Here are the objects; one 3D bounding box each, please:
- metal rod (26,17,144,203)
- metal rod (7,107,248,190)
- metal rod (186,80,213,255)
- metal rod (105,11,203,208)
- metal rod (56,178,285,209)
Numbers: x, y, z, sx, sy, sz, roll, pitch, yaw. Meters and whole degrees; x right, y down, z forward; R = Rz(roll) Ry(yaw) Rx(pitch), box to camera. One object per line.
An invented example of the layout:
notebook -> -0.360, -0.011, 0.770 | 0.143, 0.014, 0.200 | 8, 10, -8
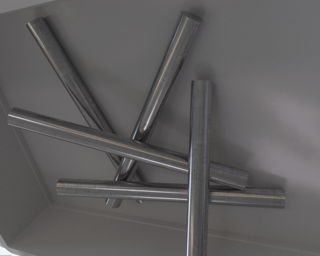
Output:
metal rod -> -0.096, -0.015, 0.450 | 0.025, 0.025, 0.299 | -18, 109, 35
metal rod -> -0.041, 0.025, 0.388 | 0.302, 0.025, 0.025 | 15, 126, 2
metal rod -> 0.044, 0.095, 0.361 | 0.025, 0.025, 0.298 | 3, 94, 26
metal rod -> -0.019, -0.001, 0.399 | 0.025, 0.025, 0.298 | 30, 123, 9
metal rod -> 0.005, 0.086, 0.414 | 0.301, 0.025, 0.025 | 1, 120, 12
